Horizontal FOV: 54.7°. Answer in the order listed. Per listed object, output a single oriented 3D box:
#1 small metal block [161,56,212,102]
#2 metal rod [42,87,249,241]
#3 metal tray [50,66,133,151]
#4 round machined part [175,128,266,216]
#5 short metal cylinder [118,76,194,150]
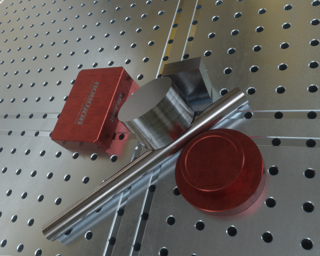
[{"bbox_3d":[0.036,-0.061,0.407,0.050,0.050,0.025,-8,46,24],"label":"small metal block"},{"bbox_3d":[-0.021,0.047,0.388,0.300,0.025,0.025,-36,51,4],"label":"metal rod"},{"bbox_3d":[-0.103,-0.032,0.477,0.090,0.030,0.130,2,62,28],"label":"metal tray"},{"bbox_3d":[0.061,0.043,0.338,0.098,0.042,0.098,-13,56,20],"label":"round machined part"},{"bbox_3d":[-0.005,-0.019,0.387,0.080,0.050,0.080,-29,29,18],"label":"short metal cylinder"}]
